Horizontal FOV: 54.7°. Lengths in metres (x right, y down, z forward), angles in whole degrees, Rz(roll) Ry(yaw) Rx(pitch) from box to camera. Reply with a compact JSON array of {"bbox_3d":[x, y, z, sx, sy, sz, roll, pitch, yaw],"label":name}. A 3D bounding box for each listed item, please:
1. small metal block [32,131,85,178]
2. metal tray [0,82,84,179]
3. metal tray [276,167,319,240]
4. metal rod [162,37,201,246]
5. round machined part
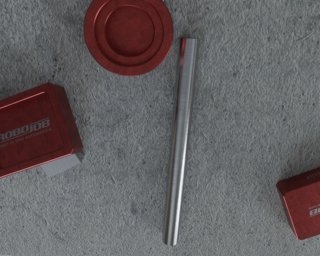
[{"bbox_3d":[-0.139,0.032,0.420,0.050,0.025,0.050,-26,109,8],"label":"small metal block"},{"bbox_3d":[-0.173,0.007,0.388,0.130,0.030,0.090,-18,88,8],"label":"metal tray"},{"bbox_3d":[0.247,0.100,0.448,0.130,0.030,0.090,-22,109,7],"label":"metal tray"},{"bbox_3d":[0.026,0.032,0.421,0.025,0.025,0.298,3,110,-2],"label":"metal rod"},{"bbox_3d":[-0.034,-0.112,0.359,0.099,0.042,0.097,0,110,-1],"label":"round machined part"}]
